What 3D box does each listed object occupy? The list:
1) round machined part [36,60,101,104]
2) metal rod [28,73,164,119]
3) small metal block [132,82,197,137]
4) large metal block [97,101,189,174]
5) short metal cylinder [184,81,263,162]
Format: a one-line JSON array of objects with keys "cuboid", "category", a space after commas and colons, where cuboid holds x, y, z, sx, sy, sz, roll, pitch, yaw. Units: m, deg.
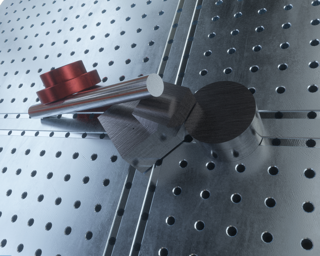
[{"cuboid": [-0.146, -0.075, 0.483, 0.098, 0.042, 0.098, -19, 15, 6], "category": "round machined part"}, {"cuboid": [-0.111, -0.036, 0.431, 0.300, 0.025, 0.025, -5, 58, 45], "category": "metal rod"}, {"cuboid": [0.005, -0.024, 0.352, 0.050, 0.025, 0.050, 20, 72, 35], "category": "small metal block"}, {"cuboid": [-0.021, -0.003, 0.401, 0.080, 0.050, 0.080, -39, 51, 1], "category": "large metal block"}, {"cuboid": [0.074, -0.007, 0.357, 0.080, 0.050, 0.080, -13, 56, 20], "category": "short metal cylinder"}]
